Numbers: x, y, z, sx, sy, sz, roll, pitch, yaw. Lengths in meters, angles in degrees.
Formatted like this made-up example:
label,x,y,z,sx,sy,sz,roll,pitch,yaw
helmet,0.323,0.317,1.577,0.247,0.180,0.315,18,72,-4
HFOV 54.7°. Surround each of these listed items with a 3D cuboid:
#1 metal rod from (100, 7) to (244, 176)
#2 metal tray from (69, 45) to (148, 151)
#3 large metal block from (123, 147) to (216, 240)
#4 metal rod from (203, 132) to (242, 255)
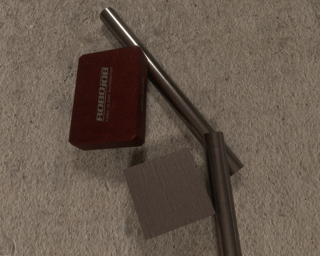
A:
label,x,y,z,sx,sy,sz,roll,pitch,yaw
metal rod,0.008,-0.059,0.429,0.025,0.025,0.300,-34,74,-12
metal tray,-0.065,-0.039,0.405,0.090,0.030,0.130,-5,69,17
large metal block,0.009,0.078,0.366,0.081,0.050,0.080,-18,71,-7
metal rod,0.079,0.151,0.340,0.025,0.025,0.299,-5,75,-2
